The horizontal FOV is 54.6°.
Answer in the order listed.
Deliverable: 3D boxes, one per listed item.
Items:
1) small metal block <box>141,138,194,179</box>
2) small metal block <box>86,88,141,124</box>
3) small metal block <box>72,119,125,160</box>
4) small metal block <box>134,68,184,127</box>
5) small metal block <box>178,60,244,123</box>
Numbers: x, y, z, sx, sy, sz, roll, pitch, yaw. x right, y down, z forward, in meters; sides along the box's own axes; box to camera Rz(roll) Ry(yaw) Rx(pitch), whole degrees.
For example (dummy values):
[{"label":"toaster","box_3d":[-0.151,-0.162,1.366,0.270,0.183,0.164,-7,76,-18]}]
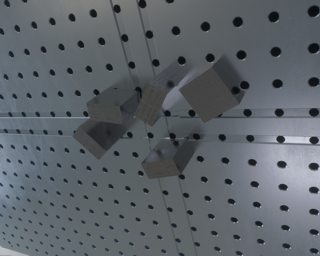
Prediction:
[{"label":"small metal block","box_3d":[0.011,0.041,0.415,0.050,0.050,0.025,-14,111,34]},{"label":"small metal block","box_3d":[-0.059,-0.030,0.408,0.050,0.050,0.025,7,122,24]},{"label":"small metal block","box_3d":[-0.088,0.010,0.448,0.050,0.050,0.025,43,129,-1]},{"label":"small metal block","box_3d":[-0.001,-0.037,0.373,0.025,0.050,0.050,32,129,7]},{"label":"small metal block","box_3d":[0.059,-0.041,0.355,0.050,0.025,0.050,-31,101,38]}]
